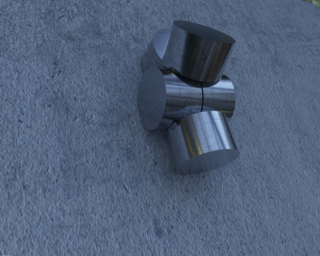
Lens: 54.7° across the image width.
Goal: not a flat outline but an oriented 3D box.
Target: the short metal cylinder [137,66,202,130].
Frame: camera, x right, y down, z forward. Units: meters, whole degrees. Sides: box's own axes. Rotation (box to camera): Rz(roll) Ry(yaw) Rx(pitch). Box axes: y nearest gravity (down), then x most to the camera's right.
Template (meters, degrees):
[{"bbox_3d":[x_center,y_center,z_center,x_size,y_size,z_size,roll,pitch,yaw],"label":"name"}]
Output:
[{"bbox_3d":[0.010,-0.037,0.400,0.050,0.080,0.080,1,62,-28],"label":"short metal cylinder"}]

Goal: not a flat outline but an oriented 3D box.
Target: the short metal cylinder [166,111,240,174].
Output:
[{"bbox_3d":[0.053,0.020,0.388,0.081,0.080,0.050,0,62,-29],"label":"short metal cylinder"}]

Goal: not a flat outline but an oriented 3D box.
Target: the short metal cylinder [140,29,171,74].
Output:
[{"bbox_3d":[0.016,-0.100,0.462,0.081,0.050,0.080,14,56,-21],"label":"short metal cylinder"}]

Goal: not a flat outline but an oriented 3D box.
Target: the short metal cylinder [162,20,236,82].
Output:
[{"bbox_3d":[0.048,-0.098,0.392,0.081,0.050,0.080,14,29,-7],"label":"short metal cylinder"}]

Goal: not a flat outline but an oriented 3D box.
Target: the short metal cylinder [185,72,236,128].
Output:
[{"bbox_3d":[0.057,-0.037,0.425,0.050,0.080,0.080,0,62,-28],"label":"short metal cylinder"}]
